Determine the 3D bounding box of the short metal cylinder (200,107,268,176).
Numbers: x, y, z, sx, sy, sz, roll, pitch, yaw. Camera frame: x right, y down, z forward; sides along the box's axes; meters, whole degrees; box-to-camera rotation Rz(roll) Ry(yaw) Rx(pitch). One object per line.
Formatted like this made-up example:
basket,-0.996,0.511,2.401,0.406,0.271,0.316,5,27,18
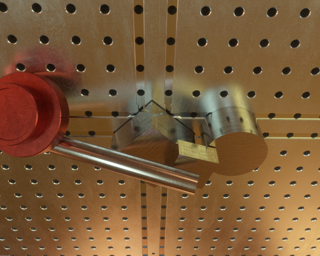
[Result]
short metal cylinder,0.096,0.019,0.412,0.081,0.050,0.079,0,130,0

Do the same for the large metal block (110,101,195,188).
large metal block,-0.009,0.025,0.413,0.080,0.050,0.080,36,121,-27

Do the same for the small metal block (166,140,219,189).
small metal block,0.038,0.046,0.383,0.050,0.025,0.050,14,129,-13

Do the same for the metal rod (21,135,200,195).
metal rod,-0.102,0.026,0.375,0.301,0.025,0.025,15,131,9

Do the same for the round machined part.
round machined part,-0.158,-0.015,0.350,0.098,0.042,0.097,0,92,10
